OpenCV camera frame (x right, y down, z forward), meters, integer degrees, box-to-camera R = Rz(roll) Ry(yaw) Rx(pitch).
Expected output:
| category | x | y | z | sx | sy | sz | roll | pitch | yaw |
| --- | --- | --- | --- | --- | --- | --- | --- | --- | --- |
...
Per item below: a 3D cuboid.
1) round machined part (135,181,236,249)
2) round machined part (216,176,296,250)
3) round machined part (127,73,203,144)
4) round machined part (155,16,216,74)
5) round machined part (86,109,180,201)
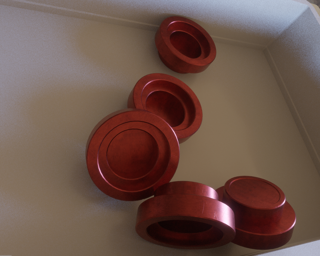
| category | x | y | z | sx | sy | sz | roll | pitch | yaw |
| --- | --- | --- | --- | --- | --- | --- | --- | --- | --- |
| round machined part | 0.026 | 0.089 | 0.319 | 0.099 | 0.097 | 0.042 | 19 | 51 | -17 |
| round machined part | 0.107 | 0.091 | 0.363 | 0.099 | 0.042 | 0.098 | 3 | 22 | -1 |
| round machined part | 0.003 | -0.021 | 0.409 | 0.099 | 0.042 | 0.098 | 14 | 56 | -21 |
| round machined part | 0.036 | -0.126 | 0.490 | 0.099 | 0.042 | 0.098 | 14 | 56 | -21 |
| round machined part | -0.031 | 0.027 | 0.341 | 0.099 | 0.042 | 0.097 | -3 | 101 | -16 |
